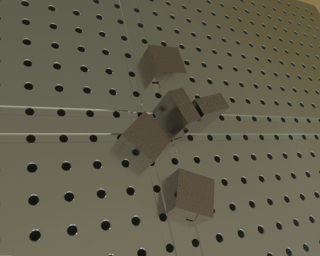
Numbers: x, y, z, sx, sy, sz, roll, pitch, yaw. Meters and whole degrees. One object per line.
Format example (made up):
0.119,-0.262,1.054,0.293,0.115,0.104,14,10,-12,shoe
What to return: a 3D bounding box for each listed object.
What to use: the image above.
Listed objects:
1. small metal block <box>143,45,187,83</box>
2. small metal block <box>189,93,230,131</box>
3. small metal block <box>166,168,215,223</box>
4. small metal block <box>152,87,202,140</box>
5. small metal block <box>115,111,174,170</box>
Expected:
0.007,-0.097,0.473,0.050,0.025,0.050,-3,63,-30,small metal block
0.061,-0.022,0.441,0.050,0.050,0.025,-16,71,-35,small metal block
0.038,0.083,0.380,0.050,0.025,0.050,20,54,-17,small metal block
0.022,-0.018,0.416,0.025,0.050,0.050,-19,72,-36,small metal block
-0.019,0.015,0.390,0.050,0.025,0.050,41,51,-1,small metal block
